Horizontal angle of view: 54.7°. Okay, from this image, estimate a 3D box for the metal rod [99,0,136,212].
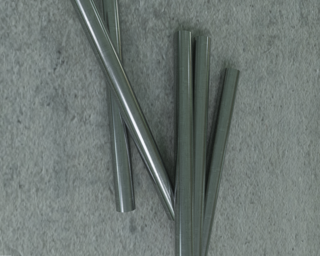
[{"bbox_3d":[-0.055,-0.045,0.389,0.025,0.025,0.298,-5,92,-20],"label":"metal rod"}]

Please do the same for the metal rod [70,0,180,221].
[{"bbox_3d":[-0.032,-0.014,0.374,0.025,0.025,0.299,-28,109,-18],"label":"metal rod"}]

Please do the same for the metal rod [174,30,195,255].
[{"bbox_3d":[0.031,0.020,0.402,0.025,0.025,0.298,3,82,-20],"label":"metal rod"}]

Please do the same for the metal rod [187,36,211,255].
[{"bbox_3d":[0.051,0.025,0.419,0.025,0.025,0.298,5,85,-20],"label":"metal rod"}]

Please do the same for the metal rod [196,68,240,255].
[{"bbox_3d":[0.075,0.063,0.438,0.025,0.025,0.298,13,86,-20],"label":"metal rod"}]
